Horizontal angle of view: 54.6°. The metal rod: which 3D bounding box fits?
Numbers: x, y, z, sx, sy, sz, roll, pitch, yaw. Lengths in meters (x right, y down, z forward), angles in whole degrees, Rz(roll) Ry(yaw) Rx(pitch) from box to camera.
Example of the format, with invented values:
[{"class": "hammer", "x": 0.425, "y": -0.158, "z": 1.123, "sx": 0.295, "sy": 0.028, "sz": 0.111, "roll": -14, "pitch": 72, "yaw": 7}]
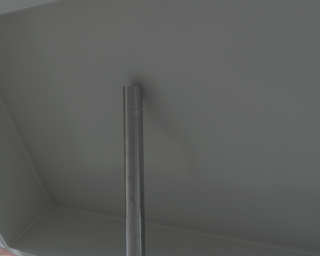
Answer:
[{"class": "metal rod", "x": -0.033, "y": 0.096, "z": 0.402, "sx": 0.025, "sy": 0.025, "sz": 0.298, "roll": 0, "pitch": 92, "yaw": 28}]
